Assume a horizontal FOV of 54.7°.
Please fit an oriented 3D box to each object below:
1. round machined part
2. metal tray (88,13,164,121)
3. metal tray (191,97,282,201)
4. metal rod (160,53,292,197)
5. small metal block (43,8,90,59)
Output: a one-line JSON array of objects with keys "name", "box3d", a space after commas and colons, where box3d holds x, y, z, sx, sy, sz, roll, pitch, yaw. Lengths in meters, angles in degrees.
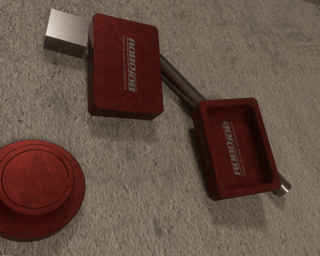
[{"name": "round machined part", "box3d": [-0.120, 0.054, 0.296, 0.099, 0.042, 0.098, 14, 56, -21]}, {"name": "metal tray", "box3d": [-0.046, -0.078, 0.407, 0.091, 0.030, 0.129, 4, 72, -26]}, {"name": "metal tray", "box3d": [0.100, 0.026, 0.417, 0.091, 0.030, 0.129, -5, 72, -18]}, {"name": "metal rod", "box3d": [0.076, -0.017, 0.456, 0.300, 0.025, 0.025, 46, 51, 3]}, {"name": "small metal block", "box3d": [-0.124, -0.126, 0.414, 0.050, 0.025, 0.050, 11, 57, -22]}]
